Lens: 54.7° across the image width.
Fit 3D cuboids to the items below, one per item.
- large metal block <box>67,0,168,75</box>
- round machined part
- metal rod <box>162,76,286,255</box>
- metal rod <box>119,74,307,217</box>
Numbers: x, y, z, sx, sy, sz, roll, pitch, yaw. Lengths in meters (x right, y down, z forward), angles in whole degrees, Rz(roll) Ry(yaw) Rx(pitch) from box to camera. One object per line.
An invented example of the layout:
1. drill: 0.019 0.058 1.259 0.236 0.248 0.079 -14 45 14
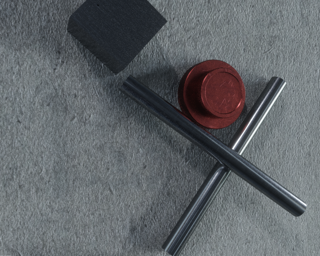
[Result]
1. large metal block: -0.053 -0.125 0.377 0.080 0.050 0.080 42 77 -16
2. round machined part: 0.078 -0.047 0.430 0.099 0.042 0.097 0 90 -21
3. metal rod: 0.098 0.048 0.446 0.025 0.025 0.300 39 77 -16
4. metal rod: 0.076 0.028 0.416 0.301 0.025 0.025 36 78 -9
